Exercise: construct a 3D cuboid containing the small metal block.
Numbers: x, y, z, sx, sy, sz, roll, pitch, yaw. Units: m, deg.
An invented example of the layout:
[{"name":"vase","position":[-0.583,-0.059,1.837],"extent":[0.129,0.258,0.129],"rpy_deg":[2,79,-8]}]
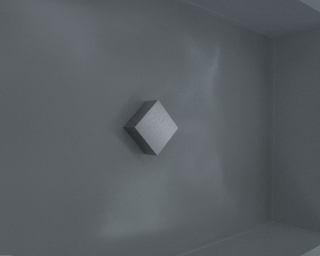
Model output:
[{"name":"small metal block","position":[-0.011,0.000,0.400],"extent":[0.050,0.025,0.050],"rpy_deg":[-52,121,-28]}]
